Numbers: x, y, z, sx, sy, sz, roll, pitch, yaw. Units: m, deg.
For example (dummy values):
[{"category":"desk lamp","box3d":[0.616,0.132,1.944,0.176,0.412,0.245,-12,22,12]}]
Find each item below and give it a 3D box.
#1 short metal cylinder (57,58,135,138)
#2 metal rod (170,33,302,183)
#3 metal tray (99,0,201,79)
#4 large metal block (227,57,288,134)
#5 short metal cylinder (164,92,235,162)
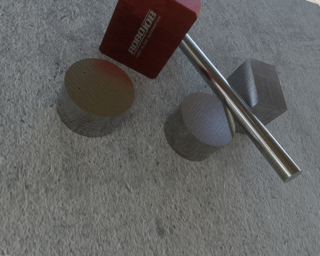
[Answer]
[{"category":"short metal cylinder","box3d":[-0.077,-0.035,0.368,0.081,0.050,0.080,14,56,-21]},{"category":"metal rod","box3d":[0.091,-0.053,0.442,0.025,0.025,0.299,-9,53,-32]},{"category":"metal tray","box3d":[-0.018,-0.130,0.406,0.090,0.129,0.030,26,53,-12]},{"category":"large metal block","box3d":[0.136,-0.045,0.469,0.050,0.080,0.080,12,57,-22]},{"category":"short metal cylinder","box3d":[0.053,-0.001,0.417,0.081,0.050,0.080,13,56,-21]}]
